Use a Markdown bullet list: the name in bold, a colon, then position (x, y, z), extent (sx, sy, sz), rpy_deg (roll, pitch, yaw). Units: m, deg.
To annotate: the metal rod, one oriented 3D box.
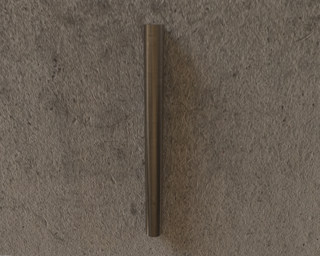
- **metal rod**: position (-0.008, 0.017, 0.417), extent (0.025, 0.025, 0.298), rpy_deg (0, 110, -1)
